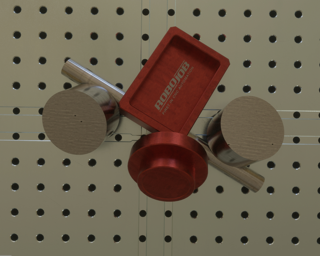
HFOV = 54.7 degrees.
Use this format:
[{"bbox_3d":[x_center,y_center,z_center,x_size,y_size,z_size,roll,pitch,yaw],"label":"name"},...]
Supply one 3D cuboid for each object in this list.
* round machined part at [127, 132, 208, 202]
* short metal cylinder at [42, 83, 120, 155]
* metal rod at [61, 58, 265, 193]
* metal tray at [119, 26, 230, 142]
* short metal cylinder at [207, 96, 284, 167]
[{"bbox_3d":[0.009,0.054,0.378,0.099,0.042,0.097,4,133,4],"label":"round machined part"},{"bbox_3d":[-0.097,-0.013,0.388,0.080,0.050,0.079,3,107,9],"label":"short metal cylinder"},{"bbox_3d":[0.004,-0.003,0.413,0.301,0.025,0.025,32,90,0],"label":"metal rod"},{"bbox_3d":[0.019,-0.054,0.396,0.090,0.030,0.130,32,77,0],"label":"metal tray"},{"bbox_3d":[0.105,0.006,0.390,0.081,0.050,0.080,3,73,-10],"label":"short metal cylinder"}]
